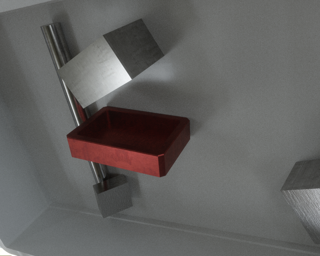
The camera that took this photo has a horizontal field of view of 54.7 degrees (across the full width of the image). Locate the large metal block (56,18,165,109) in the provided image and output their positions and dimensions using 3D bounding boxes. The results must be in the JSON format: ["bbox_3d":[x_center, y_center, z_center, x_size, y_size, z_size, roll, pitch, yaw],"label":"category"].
[{"bbox_3d":[-0.054,-0.074,0.354,0.080,0.080,0.050,-23,106,36],"label":"large metal block"}]

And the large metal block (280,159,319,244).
[{"bbox_3d":[0.191,0.078,0.327,0.080,0.050,0.080,-20,109,52],"label":"large metal block"}]

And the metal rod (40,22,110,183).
[{"bbox_3d":[-0.113,-0.003,0.464,0.025,0.025,0.298,2,120,27],"label":"metal rod"}]

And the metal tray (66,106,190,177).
[{"bbox_3d":[-0.037,0.012,0.391,0.130,0.090,0.030,9,122,23],"label":"metal tray"}]

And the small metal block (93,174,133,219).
[{"bbox_3d":[-0.075,0.109,0.494,0.025,0.050,0.050,41,144,53],"label":"small metal block"}]
